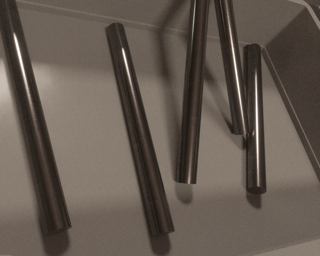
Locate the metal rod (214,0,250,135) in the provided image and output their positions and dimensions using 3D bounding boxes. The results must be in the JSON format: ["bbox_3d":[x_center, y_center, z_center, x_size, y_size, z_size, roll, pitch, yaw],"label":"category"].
[{"bbox_3d":[0.098,-0.137,0.449,0.025,0.025,0.298,-18,102,-35],"label":"metal rod"}]

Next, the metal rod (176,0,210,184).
[{"bbox_3d":[0.046,-0.079,0.404,0.025,0.025,0.298,8,82,-25],"label":"metal rod"}]

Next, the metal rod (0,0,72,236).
[{"bbox_3d":[-0.148,-0.033,0.346,0.025,0.025,0.299,-8,66,-32],"label":"metal rod"}]

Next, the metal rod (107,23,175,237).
[{"bbox_3d":[-0.031,-0.016,0.400,0.025,0.025,0.299,0,62,-29],"label":"metal rod"}]

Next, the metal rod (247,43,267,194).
[{"bbox_3d":[0.158,-0.034,0.513,0.025,0.025,0.300,23,53,-15],"label":"metal rod"}]
